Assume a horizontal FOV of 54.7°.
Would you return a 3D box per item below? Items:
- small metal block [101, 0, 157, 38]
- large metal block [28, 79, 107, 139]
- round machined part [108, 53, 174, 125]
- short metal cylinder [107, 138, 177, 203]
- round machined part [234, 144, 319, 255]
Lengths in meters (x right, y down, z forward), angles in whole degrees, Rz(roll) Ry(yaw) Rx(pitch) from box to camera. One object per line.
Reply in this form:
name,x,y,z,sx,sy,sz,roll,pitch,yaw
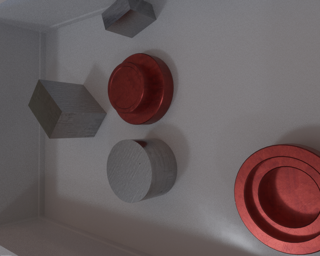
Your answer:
small metal block,-0.042,-0.152,0.423,0.050,0.050,0.025,-25,75,37
large metal block,-0.146,-0.029,0.488,0.080,0.081,0.050,47,118,29
round machined part,-0.033,-0.053,0.421,0.098,0.042,0.097,0,90,39
short metal cylinder,-0.024,0.054,0.409,0.080,0.050,0.079,0,90,39
round machined part,0.125,0.063,0.292,0.098,0.042,0.097,0,90,39
